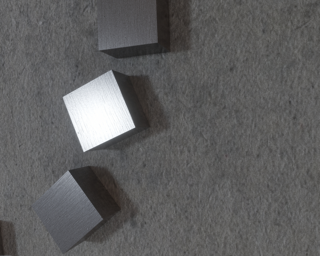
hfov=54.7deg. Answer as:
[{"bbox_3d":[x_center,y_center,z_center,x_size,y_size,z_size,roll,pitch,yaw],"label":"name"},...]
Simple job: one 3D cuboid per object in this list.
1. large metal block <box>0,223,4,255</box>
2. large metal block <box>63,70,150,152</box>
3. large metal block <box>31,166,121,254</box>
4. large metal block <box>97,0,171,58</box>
[{"bbox_3d":[-0.306,0.198,0.501,0.080,0.050,0.080,-10,87,19],"label":"large metal block"},{"bbox_3d":[-0.072,-0.021,0.420,0.080,0.050,0.080,-25,82,18],"label":"large metal block"},{"bbox_3d":[-0.117,0.112,0.436,0.080,0.050,0.080,-43,77,15],"label":"large metal block"},{"bbox_3d":[-0.034,-0.140,0.407,0.080,0.050,0.079,-2,89,19],"label":"large metal block"}]
